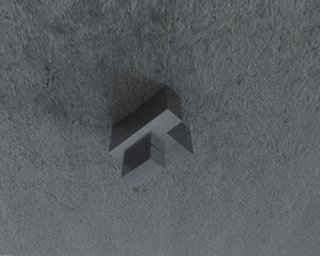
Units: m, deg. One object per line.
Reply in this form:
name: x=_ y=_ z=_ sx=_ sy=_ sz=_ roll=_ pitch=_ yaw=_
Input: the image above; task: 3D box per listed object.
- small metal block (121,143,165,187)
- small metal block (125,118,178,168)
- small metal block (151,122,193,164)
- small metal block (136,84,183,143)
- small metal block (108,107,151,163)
small metal block: x=-0.021 y=0.039 z=0.392 sx=0.050 sy=0.050 sz=0.025 roll=-36 pitch=122 yaw=26
small metal block: x=-0.012 y=0.022 z=0.427 sx=0.050 sy=0.025 sz=0.050 roll=-35 pitch=122 yaw=25
small metal block: x=0.016 y=0.010 z=0.401 sx=0.025 sy=0.050 sz=0.050 roll=-35 pitch=122 yaw=26
small metal block: x=-0.001 y=-0.017 z=0.377 sx=0.050 sy=0.050 sz=0.025 roll=-36 pitch=122 yaw=26
small metal block: x=-0.038 y=0.009 z=0.399 sx=0.050 sy=0.050 sz=0.025 roll=-36 pitch=122 yaw=26
